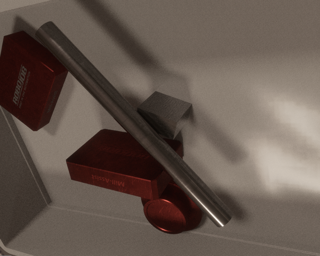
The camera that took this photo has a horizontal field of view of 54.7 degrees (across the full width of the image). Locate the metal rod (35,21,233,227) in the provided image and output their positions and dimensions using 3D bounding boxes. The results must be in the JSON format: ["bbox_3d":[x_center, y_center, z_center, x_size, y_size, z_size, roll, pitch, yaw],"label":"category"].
[{"bbox_3d":[-0.026,0.000,0.355,0.300,0.025,0.025,47,129,-5],"label":"metal rod"}]

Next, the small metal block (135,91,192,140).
[{"bbox_3d":[0.005,-0.017,0.378,0.050,0.050,0.025,21,126,15],"label":"small metal block"}]

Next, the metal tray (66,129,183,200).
[{"bbox_3d":[-0.045,0.043,0.415,0.130,0.090,0.030,9,122,23],"label":"metal tray"}]

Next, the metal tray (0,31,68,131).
[{"bbox_3d":[-0.198,-0.066,0.466,0.090,0.030,0.129,38,129,2],"label":"metal tray"}]

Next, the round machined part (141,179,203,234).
[{"bbox_3d":[0.015,0.119,0.462,0.098,0.042,0.097,13,124,20],"label":"round machined part"}]
